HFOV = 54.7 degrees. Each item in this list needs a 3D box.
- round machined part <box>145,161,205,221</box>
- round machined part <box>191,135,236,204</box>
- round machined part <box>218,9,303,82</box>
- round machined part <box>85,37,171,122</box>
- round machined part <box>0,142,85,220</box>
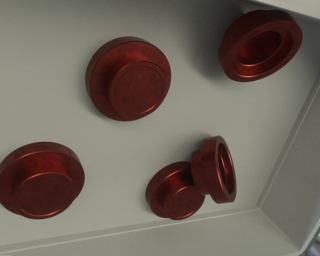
[{"bbox_3d":[0.031,0.104,0.481,0.099,0.042,0.097,-14,125,-21],"label":"round machined part"},{"bbox_3d":[0.078,0.063,0.458,0.042,0.098,0.098,-14,134,24],"label":"round machined part"},{"bbox_3d":[0.119,-0.105,0.383,0.099,0.042,0.098,-12,149,-7],"label":"round machined part"},{"bbox_3d":[-0.031,-0.050,0.351,0.099,0.042,0.097,-14,125,-21],"label":"round machined part"},{"bbox_3d":[-0.138,0.068,0.365,0.099,0.042,0.097,-14,125,-21],"label":"round machined part"}]
